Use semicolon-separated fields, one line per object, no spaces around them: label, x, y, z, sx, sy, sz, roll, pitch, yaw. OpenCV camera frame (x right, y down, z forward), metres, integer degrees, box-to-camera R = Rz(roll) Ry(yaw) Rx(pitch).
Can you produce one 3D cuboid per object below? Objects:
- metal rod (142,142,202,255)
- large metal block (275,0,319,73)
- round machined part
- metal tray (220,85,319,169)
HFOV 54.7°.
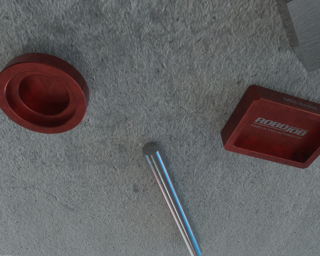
metal rod;0.029;0.138;0.524;0.025;0.025;0.299;-13;129;10
large metal block;0.165;-0.113;0.297;0.080;0.050;0.080;-24;127;19
round machined part;-0.131;-0.043;0.357;0.099;0.042;0.097;-1;130;0
metal tray;0.159;0.002;0.408;0.131;0.030;0.089;14;129;-12
